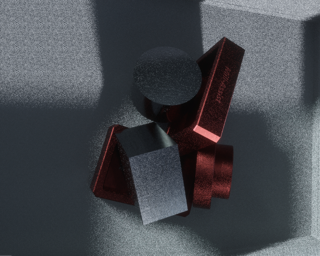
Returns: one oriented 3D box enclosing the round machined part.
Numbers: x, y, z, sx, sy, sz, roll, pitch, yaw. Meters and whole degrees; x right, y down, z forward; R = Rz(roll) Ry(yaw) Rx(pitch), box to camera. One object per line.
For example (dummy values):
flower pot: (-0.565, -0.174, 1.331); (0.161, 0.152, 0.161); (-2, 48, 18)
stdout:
round machined part: (0.069, 0.054, 0.393); (0.042, 0.098, 0.097); (5, 88, 10)

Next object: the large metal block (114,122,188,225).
large metal block: (-0.012, 0.047, 0.352); (0.050, 0.080, 0.079); (-15, 111, -14)

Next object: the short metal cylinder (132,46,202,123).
short metal cylinder: (0.006, -0.053, 0.383); (0.081, 0.050, 0.080); (3, 67, -7)

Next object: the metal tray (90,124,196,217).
metal tray: (-0.013, 0.056, 0.401); (0.131, 0.030, 0.090); (18, 84, -19)

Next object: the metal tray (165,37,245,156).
metal tray: (0.051, -0.036, 0.378); (0.030, 0.090, 0.130); (28, 65, -15)
